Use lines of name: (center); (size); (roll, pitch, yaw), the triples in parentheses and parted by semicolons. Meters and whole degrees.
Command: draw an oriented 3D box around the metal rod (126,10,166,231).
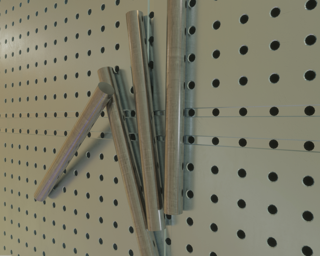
metal rod: (-0.020, -0.014, 0.426); (0.025, 0.025, 0.299); (-11, 83, 39)

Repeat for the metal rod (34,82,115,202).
metal rod: (-0.154, 0.038, 0.519); (0.298, 0.025, 0.025); (-50, 61, 35)

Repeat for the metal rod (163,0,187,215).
metal rod: (0.019, -0.042, 0.394); (0.025, 0.025, 0.298); (2, 91, 40)

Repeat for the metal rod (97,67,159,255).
metal rod: (-0.047, 0.052, 0.448); (0.025, 0.025, 0.299); (-25, 75, 37)
